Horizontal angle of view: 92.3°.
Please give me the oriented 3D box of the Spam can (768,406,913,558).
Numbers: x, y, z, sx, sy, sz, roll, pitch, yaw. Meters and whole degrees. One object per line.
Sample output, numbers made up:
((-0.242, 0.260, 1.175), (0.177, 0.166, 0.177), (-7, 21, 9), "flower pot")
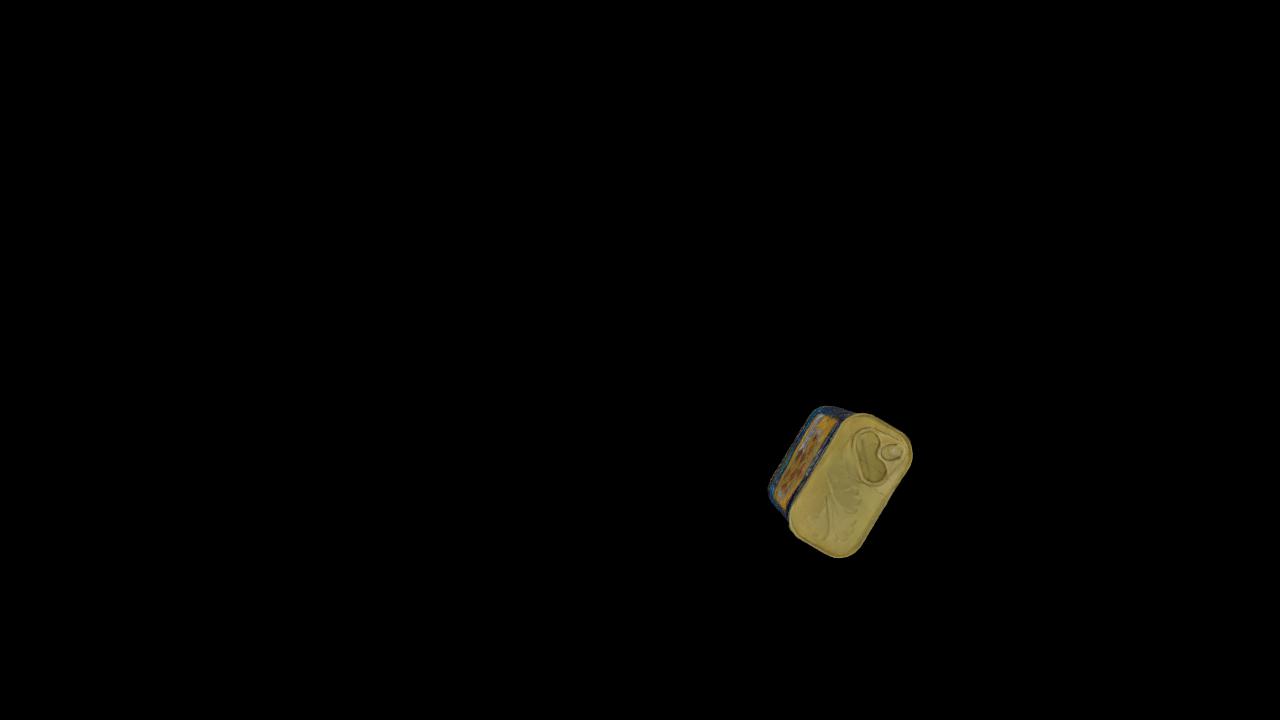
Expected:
((0.146, 0.087, 0.469), (0.058, 0.101, 0.085), (32, 0, -2), "Spam can")
